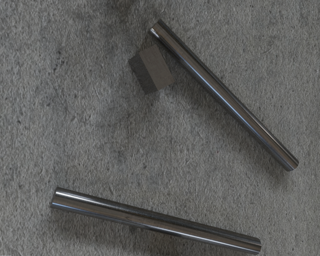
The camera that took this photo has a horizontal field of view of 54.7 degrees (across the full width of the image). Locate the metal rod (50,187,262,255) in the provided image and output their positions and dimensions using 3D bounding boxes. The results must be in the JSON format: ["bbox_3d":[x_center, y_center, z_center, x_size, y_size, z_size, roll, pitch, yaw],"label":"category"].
[{"bbox_3d":[0.009,0.129,0.413,0.302,0.025,0.025,20,83,-19],"label":"metal rod"}]

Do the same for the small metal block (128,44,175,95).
[{"bbox_3d":[-0.012,-0.072,0.392,0.025,0.050,0.050,-31,101,-18],"label":"small metal block"}]

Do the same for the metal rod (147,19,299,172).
[{"bbox_3d":[0.100,-0.038,0.447,0.300,0.025,0.025,42,77,-16],"label":"metal rod"}]
